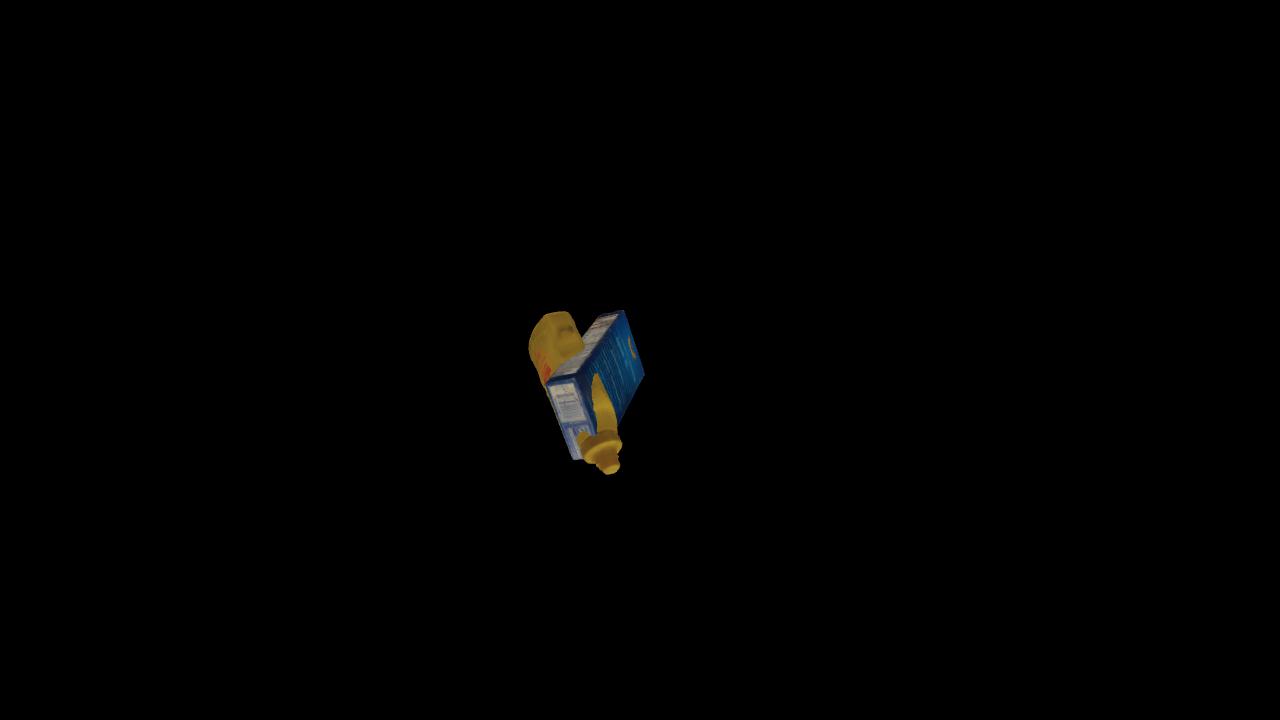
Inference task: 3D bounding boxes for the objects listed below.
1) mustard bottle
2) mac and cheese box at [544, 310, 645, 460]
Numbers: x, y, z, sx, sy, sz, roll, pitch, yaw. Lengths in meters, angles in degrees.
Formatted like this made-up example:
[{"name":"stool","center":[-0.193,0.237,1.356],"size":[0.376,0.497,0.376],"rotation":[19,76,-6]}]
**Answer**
[{"name":"mustard bottle","center":[-0.065,0.042,0.657],"size":[0.054,0.184,0.092],"rotation":[-8,-36,-32]},{"name":"mac and cheese box","center":[-0.044,0.021,0.688],"size":[0.041,0.093,0.184],"rotation":[-12,22,20]}]
